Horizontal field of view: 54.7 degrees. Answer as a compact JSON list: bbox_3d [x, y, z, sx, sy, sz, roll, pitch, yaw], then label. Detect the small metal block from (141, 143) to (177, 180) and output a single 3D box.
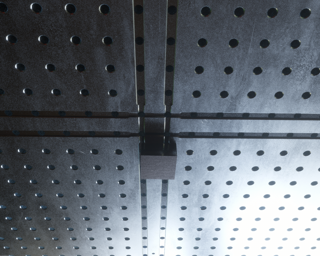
[{"bbox_3d":[-0.002,0.049,0.454,0.050,0.025,0.050,2,130,-2],"label":"small metal block"}]
